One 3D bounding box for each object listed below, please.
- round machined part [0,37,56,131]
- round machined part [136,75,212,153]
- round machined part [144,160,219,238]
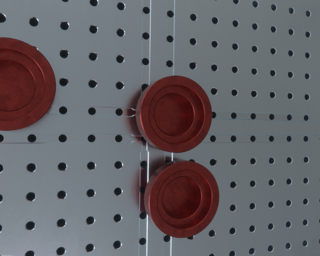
[{"bbox_3d":[-0.167,-0.046,0.342,0.099,0.042,0.097,0,90,-20],"label":"round machined part"},{"bbox_3d":[0.015,-0.018,0.409,0.099,0.042,0.097,0,90,-20],"label":"round machined part"},{"bbox_3d":[0.026,0.091,0.413,0.099,0.042,0.097,0,90,-20],"label":"round machined part"}]
